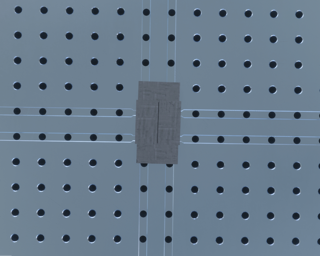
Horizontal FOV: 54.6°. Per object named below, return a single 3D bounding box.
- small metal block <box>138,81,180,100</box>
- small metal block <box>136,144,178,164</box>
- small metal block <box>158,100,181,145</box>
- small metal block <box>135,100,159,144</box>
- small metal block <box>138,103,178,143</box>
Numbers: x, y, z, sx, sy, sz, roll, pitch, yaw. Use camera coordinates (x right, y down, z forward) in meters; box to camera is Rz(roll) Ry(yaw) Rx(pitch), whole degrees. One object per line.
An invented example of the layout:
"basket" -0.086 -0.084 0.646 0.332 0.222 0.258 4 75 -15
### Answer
"small metal block" -0.001 -0.044 0.400 0.050 0.050 0.025 2 90 0
"small metal block" -0.003 0.031 0.400 0.050 0.050 0.025 2 90 0
"small metal block" 0.011 -0.006 0.376 0.025 0.050 0.050 2 90 1
"small metal block" -0.015 -0.007 0.375 0.025 0.050 0.050 2 90 0
"small metal block" -0.003 -0.007 0.413 0.050 0.025 0.050 2 90 1
